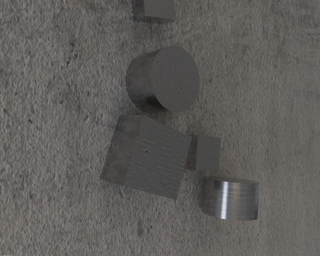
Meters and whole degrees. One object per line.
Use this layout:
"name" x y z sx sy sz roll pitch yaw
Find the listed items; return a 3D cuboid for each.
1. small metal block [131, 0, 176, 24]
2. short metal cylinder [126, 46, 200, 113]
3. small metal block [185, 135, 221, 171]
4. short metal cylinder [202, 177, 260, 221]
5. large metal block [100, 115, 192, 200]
"small metal block" -0.009 -0.163 0.397 0.050 0.025 0.050 -10 96 -40
"short metal cylinder" 0.004 -0.059 0.392 0.081 0.050 0.080 0 90 -40
"small metal block" 0.062 0.037 0.457 0.050 0.025 0.050 7 85 -40
"short metal cylinder" 0.104 0.101 0.456 0.081 0.080 0.050 8 85 -40
"large metal block" -0.015 0.036 0.376 0.080 0.050 0.080 25 75 -37
